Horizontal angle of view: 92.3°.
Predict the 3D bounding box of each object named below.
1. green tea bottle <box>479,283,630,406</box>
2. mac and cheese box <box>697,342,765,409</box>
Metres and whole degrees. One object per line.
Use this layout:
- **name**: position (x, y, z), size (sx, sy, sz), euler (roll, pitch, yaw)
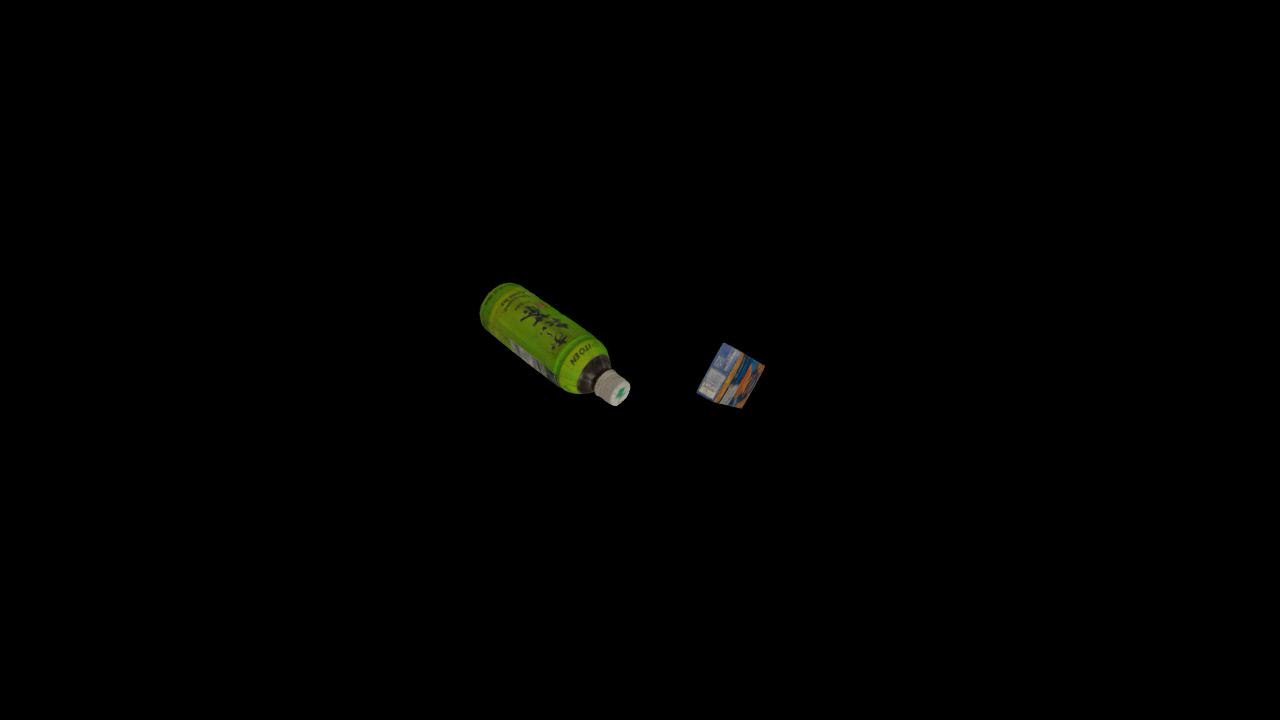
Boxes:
- **green tea bottle**: position (-0.095, -0.014, 0.699), size (0.212, 0.073, 0.073), euler (36, 19, 29)
- **mac and cheese box**: position (0.157, 0.031, 1.039), size (0.041, 0.093, 0.184), euler (29, 5, 24)
